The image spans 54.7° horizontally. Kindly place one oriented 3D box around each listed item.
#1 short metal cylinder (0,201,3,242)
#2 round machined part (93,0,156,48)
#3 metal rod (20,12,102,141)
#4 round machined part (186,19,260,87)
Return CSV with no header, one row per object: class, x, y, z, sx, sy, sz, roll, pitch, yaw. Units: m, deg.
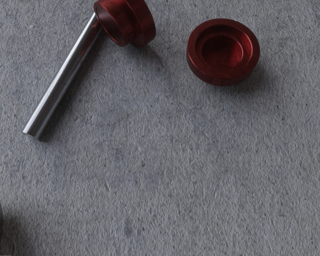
short metal cylinder,-0.216,0.108,0.337,0.050,0.080,0.080,-5,70,-2
round machined part,-0.053,-0.151,0.424,0.042,0.098,0.098,-40,75,-13
metal rod,-0.112,-0.119,0.450,0.025,0.025,0.300,21,71,7
round machined part,0.086,-0.102,0.437,0.099,0.042,0.098,0,70,-1
